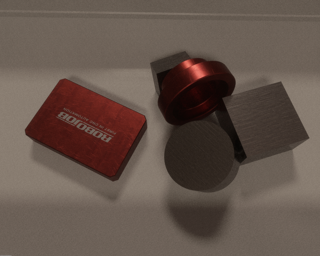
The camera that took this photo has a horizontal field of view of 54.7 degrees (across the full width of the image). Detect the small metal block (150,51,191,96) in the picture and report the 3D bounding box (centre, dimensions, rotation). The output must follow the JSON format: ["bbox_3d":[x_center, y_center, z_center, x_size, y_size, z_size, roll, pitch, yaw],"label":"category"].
[{"bbox_3d":[0.018,-0.069,0.419,0.050,0.050,0.025,-21,49,-8],"label":"small metal block"}]

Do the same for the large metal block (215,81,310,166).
[{"bbox_3d":[0.127,-0.004,0.400,0.081,0.050,0.080,-16,71,-6],"label":"large metal block"}]

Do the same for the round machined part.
[{"bbox_3d":[0.041,-0.049,0.390,0.099,0.098,0.042,-24,63,-9],"label":"round machined part"}]

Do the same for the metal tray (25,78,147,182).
[{"bbox_3d":[-0.094,0.001,0.405,0.130,0.030,0.090,25,72,8],"label":"metal tray"}]

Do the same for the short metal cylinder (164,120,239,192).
[{"bbox_3d":[0.051,0.036,0.370,0.080,0.050,0.080,-5,75,19],"label":"short metal cylinder"}]
